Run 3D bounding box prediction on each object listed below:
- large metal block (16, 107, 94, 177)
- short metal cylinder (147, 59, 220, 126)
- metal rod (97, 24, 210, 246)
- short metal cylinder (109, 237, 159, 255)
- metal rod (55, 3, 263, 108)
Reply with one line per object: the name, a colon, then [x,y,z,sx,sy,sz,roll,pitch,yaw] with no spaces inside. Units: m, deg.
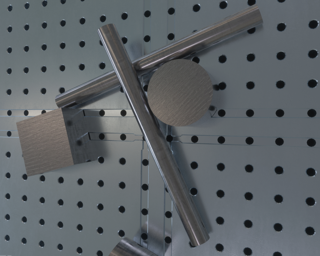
large metal block: [-0.152,0.021,0.453,0.080,0.050,0.080,-16,85,19]
short metal cylinder: [0.031,-0.042,0.388,0.080,0.050,0.079,0,90,20]
metal rod: [-0.009,0.007,0.398,0.025,0.025,0.299,-25,88,18]
short metal cylinder: [-0.041,0.190,0.398,0.050,0.080,0.080,25,98,18]
metal rod: [-0.015,-0.087,0.417,0.300,0.025,0.025,-20,83,18]
